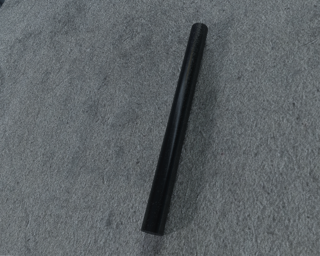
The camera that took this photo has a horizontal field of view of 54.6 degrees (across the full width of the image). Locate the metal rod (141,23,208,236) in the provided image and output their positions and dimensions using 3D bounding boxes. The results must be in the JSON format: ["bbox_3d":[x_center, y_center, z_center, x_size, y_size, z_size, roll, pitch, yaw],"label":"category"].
[{"bbox_3d":[0.025,-0.017,0.401,0.025,0.025,0.300,0,62,28],"label":"metal rod"}]
